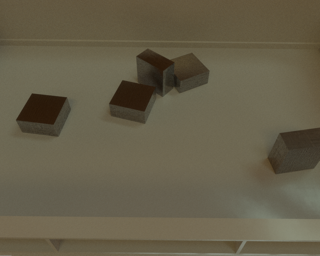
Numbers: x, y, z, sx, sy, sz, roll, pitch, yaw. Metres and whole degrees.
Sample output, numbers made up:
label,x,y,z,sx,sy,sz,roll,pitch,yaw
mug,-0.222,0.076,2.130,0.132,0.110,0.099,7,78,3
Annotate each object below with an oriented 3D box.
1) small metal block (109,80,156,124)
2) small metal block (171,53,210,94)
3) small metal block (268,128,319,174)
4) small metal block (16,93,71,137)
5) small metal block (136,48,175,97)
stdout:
label,x,y,z,sx,sy,sz,roll,pitch,yaw
small metal block,-0.037,-0.037,0.436,0.050,0.025,0.050,13,51,10
small metal block,0.040,-0.086,0.478,0.050,0.025,0.050,-22,54,-18
small metal block,0.163,0.028,0.368,0.050,0.050,0.025,-7,51,-7
small metal block,-0.155,-0.018,0.418,0.050,0.025,0.050,7,50,5
small metal block,-0.007,-0.081,0.457,0.050,0.050,0.025,33,57,24
